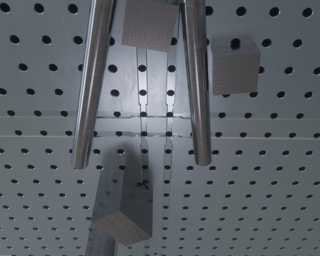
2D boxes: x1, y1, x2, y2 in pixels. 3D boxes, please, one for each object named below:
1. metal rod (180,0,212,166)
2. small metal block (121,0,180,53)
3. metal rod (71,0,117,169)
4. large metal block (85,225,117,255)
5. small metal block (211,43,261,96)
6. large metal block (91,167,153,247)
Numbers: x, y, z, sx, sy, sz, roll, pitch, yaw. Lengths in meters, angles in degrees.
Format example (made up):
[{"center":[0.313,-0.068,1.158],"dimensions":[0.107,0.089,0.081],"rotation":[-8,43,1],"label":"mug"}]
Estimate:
[{"center":[0.043,-0.066,0.355],"dimensions":[0.025,0.025,0.298],"rotation":[-6,130,5],"label":"metal rod"},{"center":[-0.011,-0.110,0.318],"dimensions":[0.050,0.025,0.050],"rotation":[8,130,-7],"label":"small metal block"},{"center":[-0.079,-0.058,0.360],"dimensions":[0.025,0.025,0.298],"rotation":[12,129,-10],"label":"metal rod"},{"center":[-0.108,0.240,0.578],"dimensions":[0.050,0.080,0.079],"rotation":[3,130,-3],"label":"large metal block"},{"center":[0.085,-0.067,0.355],"dimensions":[0.050,0.025,0.050],"rotation":[-5,130,4],"label":"small metal block"},{"center":[-0.054,0.122,0.479],"dimensions":[0.050,0.080,0.080],"rotation":[-26,126,20],"label":"large metal block"}]
